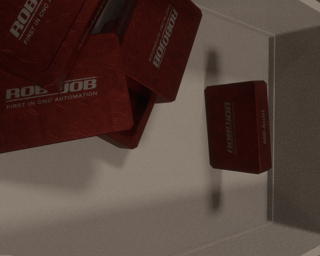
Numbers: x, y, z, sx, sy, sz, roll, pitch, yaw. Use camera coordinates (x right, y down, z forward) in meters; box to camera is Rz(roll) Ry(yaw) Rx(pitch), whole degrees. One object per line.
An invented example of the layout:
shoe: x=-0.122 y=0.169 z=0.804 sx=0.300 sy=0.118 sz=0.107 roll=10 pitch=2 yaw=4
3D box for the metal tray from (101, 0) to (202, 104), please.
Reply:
metal tray: x=-0.005 y=-0.105 z=0.361 sx=0.090 sy=0.030 sz=0.130 roll=29 pitch=72 yaw=-36

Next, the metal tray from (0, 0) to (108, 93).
metal tray: x=-0.096 y=-0.105 z=0.249 sx=0.090 sy=0.030 sz=0.130 roll=27 pitch=84 yaw=-8

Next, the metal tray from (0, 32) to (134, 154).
metal tray: x=-0.096 y=-0.033 z=0.284 sx=0.131 sy=0.030 sz=0.089 roll=-11 pitch=98 yaw=-10

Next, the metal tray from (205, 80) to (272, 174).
metal tray: x=0.115 y=-0.002 z=0.463 sx=0.030 sy=0.090 sz=0.129 roll=-9 pitch=96 yaw=-40

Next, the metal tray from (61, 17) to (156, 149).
metal tray: x=-0.046 y=-0.051 z=0.365 sx=0.090 sy=0.030 sz=0.130 roll=33 pitch=70 yaw=-35
